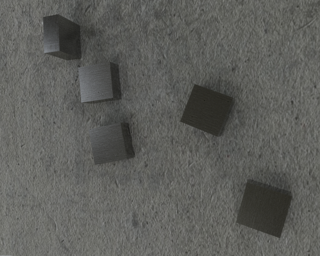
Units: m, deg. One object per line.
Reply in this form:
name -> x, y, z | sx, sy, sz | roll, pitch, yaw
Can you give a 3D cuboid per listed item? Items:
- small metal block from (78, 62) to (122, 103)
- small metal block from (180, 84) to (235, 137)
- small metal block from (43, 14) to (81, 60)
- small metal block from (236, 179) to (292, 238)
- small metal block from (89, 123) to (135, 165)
small metal block -> -0.085, -0.063, 0.439 | 0.050, 0.025, 0.050 | -6, 88, 19
small metal block -> 0.060, -0.022, 0.388 | 0.050, 0.025, 0.050 | 23, 98, 18
small metal block -> -0.139, -0.128, 0.445 | 0.025, 0.050, 0.050 | -3, 89, 20
small metal block -> 0.122, 0.094, 0.366 | 0.050, 0.025, 0.050 | 16, 95, 19
small metal block -> -0.067, 0.022, 0.433 | 0.050, 0.025, 0.050 | -12, 86, 19
